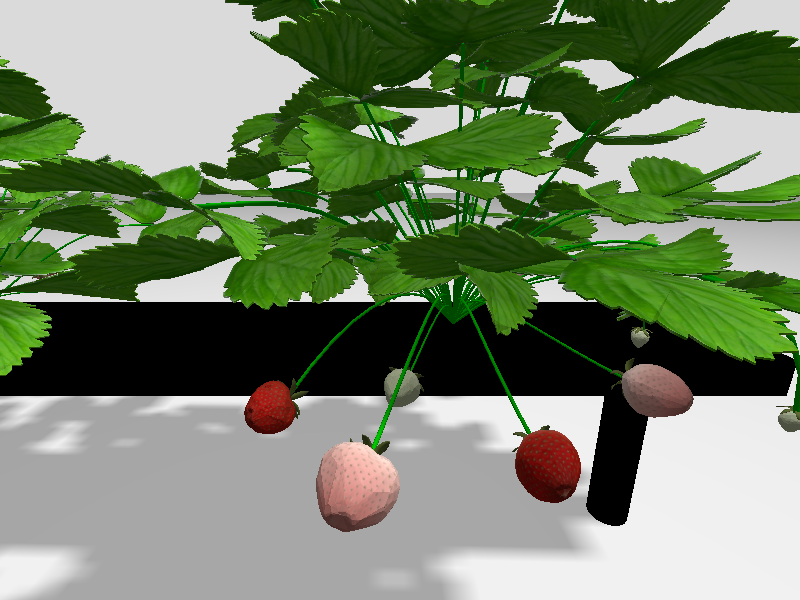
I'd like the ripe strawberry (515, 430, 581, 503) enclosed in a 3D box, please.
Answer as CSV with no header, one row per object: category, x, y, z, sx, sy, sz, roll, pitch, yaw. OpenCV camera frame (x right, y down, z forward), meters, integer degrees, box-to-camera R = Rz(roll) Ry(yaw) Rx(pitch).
ripe strawberry,0.063,0.071,0.168,0.027,0.028,0.029,-1,18,-3

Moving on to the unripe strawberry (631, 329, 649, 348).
unripe strawberry,0.187,0.030,0.313,0.012,0.015,0.015,7,18,22

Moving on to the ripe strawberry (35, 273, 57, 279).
ripe strawberry,-0.473,-0.041,0.533,0.029,0.025,0.029,-7,17,-22

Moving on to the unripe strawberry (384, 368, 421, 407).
unripe strawberry,0.000,0.053,0.235,0.022,0.023,0.023,6,18,19

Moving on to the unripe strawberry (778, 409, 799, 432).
unripe strawberry,0.186,0.057,0.190,0.011,0.011,0.010,-12,21,-35

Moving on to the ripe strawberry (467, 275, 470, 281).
ripe strawberry,0.101,-0.039,0.511,0.030,0.034,0.033,6,17,18

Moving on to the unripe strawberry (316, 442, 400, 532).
unripe strawberry,-0.018,0.072,0.154,0.033,0.028,0.033,5,18,16

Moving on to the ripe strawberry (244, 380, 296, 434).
ripe strawberry,-0.069,0.057,0.209,0.024,0.027,0.026,12,21,34

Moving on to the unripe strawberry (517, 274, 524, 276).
unripe strawberry,0.151,-0.032,0.521,0.019,0.017,0.019,11,-27,31
